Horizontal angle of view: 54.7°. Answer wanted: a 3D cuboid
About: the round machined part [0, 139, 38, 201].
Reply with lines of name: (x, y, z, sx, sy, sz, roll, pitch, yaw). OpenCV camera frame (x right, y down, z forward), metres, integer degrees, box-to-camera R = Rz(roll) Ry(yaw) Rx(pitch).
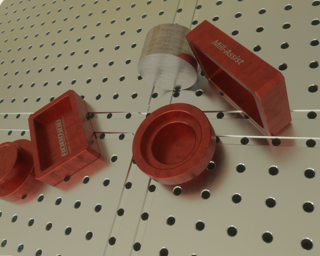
round machined part: (-0.232, 0.060, 0.480, 0.098, 0.042, 0.098, -13, 56, 20)

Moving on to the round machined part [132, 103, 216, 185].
round machined part: (0.020, 0.022, 0.373, 0.098, 0.042, 0.098, -13, 56, 20)

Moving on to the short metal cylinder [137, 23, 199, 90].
short metal cylinder: (0.014, -0.094, 0.422, 0.080, 0.080, 0.050, -1, 61, 27)

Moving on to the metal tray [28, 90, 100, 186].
metal tray: (-0.151, 0.011, 0.474, 0.090, 0.030, 0.130, -32, 52, 7)

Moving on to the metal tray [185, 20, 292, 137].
metal tray: (0.088, -0.058, 0.355, 0.030, 0.090, 0.130, -39, 51, 2)
